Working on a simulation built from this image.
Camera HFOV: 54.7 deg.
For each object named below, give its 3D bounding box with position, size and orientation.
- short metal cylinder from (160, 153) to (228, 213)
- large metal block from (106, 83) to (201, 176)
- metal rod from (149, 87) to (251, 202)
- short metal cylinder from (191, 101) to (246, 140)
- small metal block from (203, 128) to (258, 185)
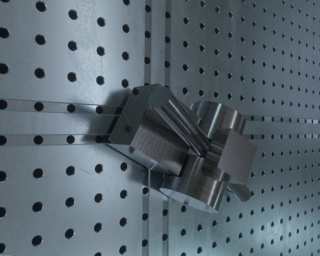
[{"bbox_3d":[0.046,0.073,0.408,0.080,0.080,0.050,37,67,-34],"label":"short metal cylinder"},{"bbox_3d":[-0.005,0.003,0.381,0.080,0.050,0.080,36,68,-34],"label":"large metal block"},{"bbox_3d":[0.071,0.041,0.413,0.300,0.025,0.025,45,62,-48],"label":"metal rod"},{"bbox_3d":[0.073,0.004,0.431,0.080,0.080,0.050,34,69,-35],"label":"short metal cylinder"},{"bbox_3d":[0.085,0.035,0.374,0.050,0.025,0.050,32,70,-26],"label":"small metal block"}]
